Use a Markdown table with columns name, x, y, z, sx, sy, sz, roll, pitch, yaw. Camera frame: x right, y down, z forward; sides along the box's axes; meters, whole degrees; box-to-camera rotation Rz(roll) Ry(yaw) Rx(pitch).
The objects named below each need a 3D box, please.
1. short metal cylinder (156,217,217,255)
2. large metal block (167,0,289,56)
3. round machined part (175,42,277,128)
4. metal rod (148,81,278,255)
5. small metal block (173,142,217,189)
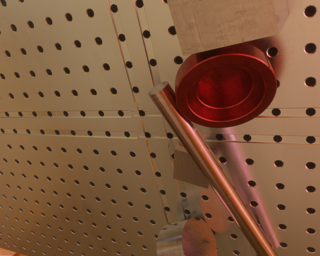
| name | x | y | z | sx | sy | sz | roll | pitch | yaw |
| --- | --- | --- | --- | --- | --- | --- | --- | --- | --- |
| short metal cylinder | 0.041 | 0.179 | 0.464 | 0.050 | 0.080 | 0.080 | -28 | 103 | 37 |
| large metal block | 0.064 | -0.107 | 0.275 | 0.080 | 0.080 | 0.050 | -6 | 114 | 30 |
| round machined part | 0.065 | -0.048 | 0.319 | 0.099 | 0.042 | 0.097 | 0 | 138 | 0 |
| metal rod | 0.077 | 0.071 | 0.387 | 0.025 | 0.025 | 0.299 | -19 | 117 | 35 |
| small metal block | 0.047 | 0.048 | 0.416 | 0.050 | 0.025 | 0.050 | 14 | 124 | 20 |
